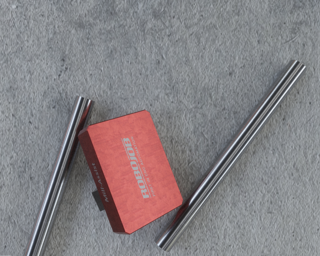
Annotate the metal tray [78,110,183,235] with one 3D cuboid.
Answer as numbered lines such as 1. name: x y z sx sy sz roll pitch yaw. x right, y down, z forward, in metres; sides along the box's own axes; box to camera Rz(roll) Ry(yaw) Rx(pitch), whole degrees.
1. metal tray: -0.034 0.050 0.379 0.091 0.030 0.129 -19 87 -37

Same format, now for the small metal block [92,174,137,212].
1. small metal block: -0.054 0.079 0.397 0.050 0.050 0.025 -24 90 0

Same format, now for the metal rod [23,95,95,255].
1. metal rod: -0.145 0.103 0.408 0.025 0.025 0.298 18 90 -1

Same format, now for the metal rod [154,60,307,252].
1. metal rod: 0.093 0.036 0.411 0.025 0.025 0.299 37 90 -1
